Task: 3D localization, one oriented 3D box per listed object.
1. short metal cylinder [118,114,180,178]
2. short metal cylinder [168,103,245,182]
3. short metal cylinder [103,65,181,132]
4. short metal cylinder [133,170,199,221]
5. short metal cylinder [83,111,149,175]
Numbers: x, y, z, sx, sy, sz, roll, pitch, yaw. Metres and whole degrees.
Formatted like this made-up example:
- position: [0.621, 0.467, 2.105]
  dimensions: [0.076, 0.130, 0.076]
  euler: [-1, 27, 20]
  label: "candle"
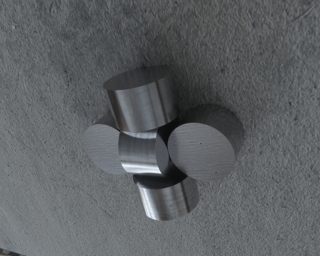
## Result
- position: [-0.008, 0.021, 0.391]
  dimensions: [0.050, 0.080, 0.080]
  euler: [1, 119, 28]
  label: "short metal cylinder"
- position: [0.056, 0.017, 0.373]
  dimensions: [0.080, 0.050, 0.079]
  euler: [13, 124, 21]
  label: "short metal cylinder"
- position: [-0.020, -0.036, 0.362]
  dimensions: [0.080, 0.080, 0.050]
  euler: [0, 118, 28]
  label: "short metal cylinder"
- position: [0.009, 0.077, 0.417]
  dimensions: [0.080, 0.080, 0.050]
  euler: [0, 118, 28]
  label: "short metal cylinder"
- position: [-0.059, 0.018, 0.435]
  dimensions: [0.080, 0.050, 0.079]
  euler: [13, 123, 20]
  label: "short metal cylinder"
